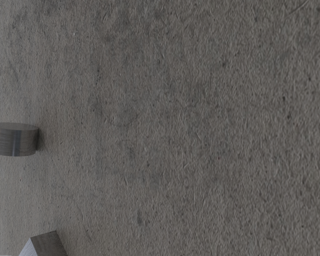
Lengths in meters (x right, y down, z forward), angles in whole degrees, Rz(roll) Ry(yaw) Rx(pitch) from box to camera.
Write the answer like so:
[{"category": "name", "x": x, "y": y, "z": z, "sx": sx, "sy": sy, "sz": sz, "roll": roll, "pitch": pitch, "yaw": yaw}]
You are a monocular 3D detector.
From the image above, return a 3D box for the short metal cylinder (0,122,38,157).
[{"category": "short metal cylinder", "x": -0.282, "y": 0.021, "z": 0.602, "sx": 0.080, "sy": 0.081, "sz": 0.050, "roll": 15, "pitch": 100, "yaw": 39}]

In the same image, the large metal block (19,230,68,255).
[{"category": "large metal block", "x": -0.212, "y": 0.249, "z": 0.564, "sx": 0.080, "sy": 0.050, "sz": 0.080, "roll": 51, "pitch": 120, "yaw": 27}]
